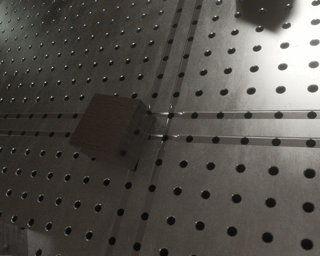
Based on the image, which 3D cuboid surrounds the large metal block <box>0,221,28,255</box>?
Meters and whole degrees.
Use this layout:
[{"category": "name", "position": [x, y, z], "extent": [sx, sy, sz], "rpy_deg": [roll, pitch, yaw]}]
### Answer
[{"category": "large metal block", "position": [-0.220, 0.178, 0.396], "extent": [0.080, 0.050, 0.080], "rpy_deg": [-28, 52, 10]}]

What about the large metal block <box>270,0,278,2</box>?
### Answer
[{"category": "large metal block", "position": [0.145, -0.239, 0.443], "extent": [0.050, 0.080, 0.080], "rpy_deg": [-45, 51, -3]}]

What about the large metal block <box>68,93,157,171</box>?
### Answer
[{"category": "large metal block", "position": [-0.063, 0.003, 0.422], "extent": [0.080, 0.050, 0.080], "rpy_deg": [11, 67, 32]}]
